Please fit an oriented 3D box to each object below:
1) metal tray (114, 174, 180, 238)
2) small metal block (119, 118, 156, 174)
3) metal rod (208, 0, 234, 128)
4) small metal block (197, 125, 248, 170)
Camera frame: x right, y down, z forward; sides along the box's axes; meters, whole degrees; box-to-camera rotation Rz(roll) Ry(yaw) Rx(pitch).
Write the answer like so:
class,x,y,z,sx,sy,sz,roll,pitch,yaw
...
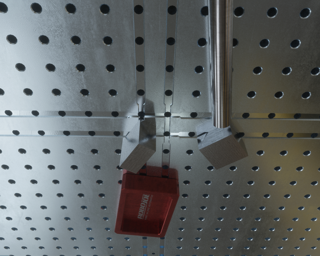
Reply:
class,x,y,z,sx,sy,sz,roll,pitch,yaw
metal tray,-0.025,0.135,0.522,0.091,0.030,0.129,8,130,-7
small metal block,-0.029,0.024,0.415,0.025,0.050,0.050,26,125,-21
metal rod,0.061,-0.120,0.310,0.025,0.025,0.298,-6,130,5
small metal block,0.088,0.026,0.436,0.050,0.025,0.050,-28,125,21
